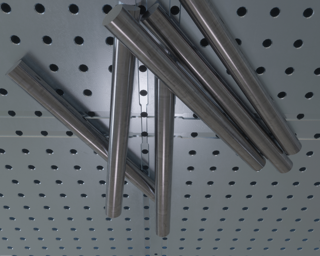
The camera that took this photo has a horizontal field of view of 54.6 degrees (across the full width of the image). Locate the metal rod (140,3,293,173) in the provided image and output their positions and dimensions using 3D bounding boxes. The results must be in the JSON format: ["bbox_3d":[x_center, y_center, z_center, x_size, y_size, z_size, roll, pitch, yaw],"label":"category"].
[{"bbox_3d":[0.087,-0.030,0.386,0.025,0.025,0.301,-33,123,25],"label":"metal rod"}]

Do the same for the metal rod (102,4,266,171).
[{"bbox_3d":[0.051,-0.025,0.367,0.025,0.025,0.301,-32,131,24],"label":"metal rod"}]

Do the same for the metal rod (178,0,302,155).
[{"bbox_3d":[0.096,-0.063,0.358,0.025,0.025,0.300,-30,124,23],"label":"metal rod"}]

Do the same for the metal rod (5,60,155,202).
[{"bbox_3d":[-0.081,0.025,0.431,0.025,0.025,0.300,-28,125,22],"label":"metal rod"}]

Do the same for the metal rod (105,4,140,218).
[{"bbox_3d":[-0.051,0.003,0.390,0.025,0.025,0.298,6,123,-5],"label":"metal rod"}]

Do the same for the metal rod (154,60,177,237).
[{"bbox_3d":[0.005,0.048,0.431,0.025,0.025,0.298,0,124,0],"label":"metal rod"}]
